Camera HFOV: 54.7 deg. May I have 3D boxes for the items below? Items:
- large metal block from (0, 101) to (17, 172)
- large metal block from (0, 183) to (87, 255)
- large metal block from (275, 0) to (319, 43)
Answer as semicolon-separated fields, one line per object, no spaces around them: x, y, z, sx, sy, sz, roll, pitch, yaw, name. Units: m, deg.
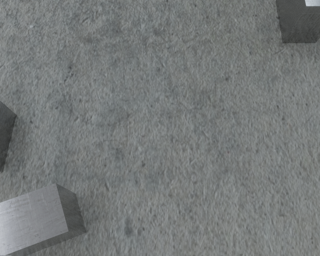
-0.240;0.009;0.389;0.081;0.050;0.080;4;70;1;large metal block
-0.135;0.104;0.339;0.081;0.080;0.050;-19;72;-7;large metal block
0.212;-0.180;0.447;0.050;0.080;0.080;0;70;-1;large metal block
